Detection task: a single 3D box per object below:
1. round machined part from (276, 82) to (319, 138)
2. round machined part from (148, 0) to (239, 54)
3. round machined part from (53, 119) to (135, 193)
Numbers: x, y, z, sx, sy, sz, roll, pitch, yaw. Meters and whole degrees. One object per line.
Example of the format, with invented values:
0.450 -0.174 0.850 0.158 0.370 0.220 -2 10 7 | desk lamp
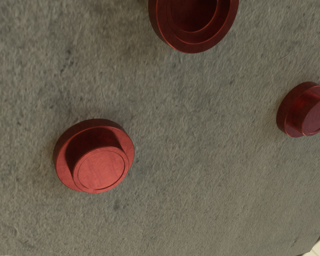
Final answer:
0.249 -0.025 0.519 0.099 0.042 0.097 -14 125 -21 | round machined part
0.032 -0.134 0.332 0.099 0.042 0.097 -14 125 -21 | round machined part
-0.077 0.041 0.380 0.099 0.042 0.097 -14 125 -21 | round machined part
